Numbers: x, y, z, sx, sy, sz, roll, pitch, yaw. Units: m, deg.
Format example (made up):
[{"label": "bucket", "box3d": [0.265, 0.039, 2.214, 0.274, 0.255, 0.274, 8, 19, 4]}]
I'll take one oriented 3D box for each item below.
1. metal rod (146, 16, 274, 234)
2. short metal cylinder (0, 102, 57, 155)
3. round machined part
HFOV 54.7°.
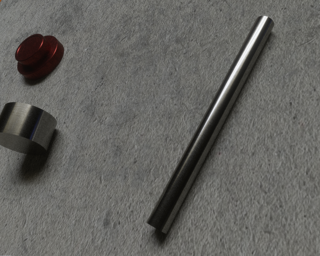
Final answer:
[{"label": "metal rod", "box3d": [0.068, -0.016, 0.376, 0.025, 0.025, 0.300, 19, 71, 35]}, {"label": "short metal cylinder", "box3d": [-0.205, 0.003, 0.472, 0.080, 0.080, 0.050, -3, 60, 26]}, {"label": "round machined part", "box3d": [-0.242, -0.145, 0.605, 0.098, 0.042, 0.098, -13, 56, 20]}]
